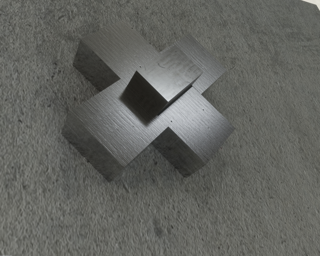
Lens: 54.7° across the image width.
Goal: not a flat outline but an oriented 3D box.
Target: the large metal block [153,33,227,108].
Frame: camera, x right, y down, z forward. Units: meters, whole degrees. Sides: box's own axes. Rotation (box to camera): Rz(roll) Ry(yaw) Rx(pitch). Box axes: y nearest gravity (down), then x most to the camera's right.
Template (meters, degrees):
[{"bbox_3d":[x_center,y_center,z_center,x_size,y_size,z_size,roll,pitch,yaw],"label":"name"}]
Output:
[{"bbox_3d":[0.039,-0.083,0.462,0.080,0.050,0.080,45,51,3],"label":"large metal block"}]

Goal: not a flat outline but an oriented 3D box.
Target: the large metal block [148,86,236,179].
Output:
[{"bbox_3d":[0.039,0.005,0.408,0.080,0.050,0.080,45,51,3],"label":"large metal block"}]

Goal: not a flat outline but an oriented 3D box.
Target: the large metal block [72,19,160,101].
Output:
[{"bbox_3d":[-0.054,-0.088,0.414,0.080,0.050,0.080,45,51,3],"label":"large metal block"}]

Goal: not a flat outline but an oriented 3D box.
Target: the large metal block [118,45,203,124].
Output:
[{"bbox_3d":[-0.002,-0.049,0.400,0.050,0.080,0.080,45,51,3],"label":"large metal block"}]

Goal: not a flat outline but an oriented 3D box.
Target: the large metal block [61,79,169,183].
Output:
[{"bbox_3d":[-0.052,0.002,0.360,0.080,0.050,0.080,45,51,3],"label":"large metal block"}]
